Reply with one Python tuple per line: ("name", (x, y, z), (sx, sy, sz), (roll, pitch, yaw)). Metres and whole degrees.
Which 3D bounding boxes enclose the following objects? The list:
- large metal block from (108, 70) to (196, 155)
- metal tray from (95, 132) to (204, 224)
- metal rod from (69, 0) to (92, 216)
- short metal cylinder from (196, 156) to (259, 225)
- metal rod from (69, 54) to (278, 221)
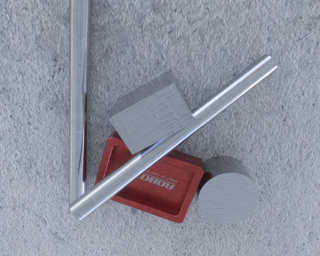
("large metal block", (-0.008, -0.022, 0.372), (0.080, 0.080, 0.050), (-28, 108, 9))
("metal tray", (-0.016, 0.066, 0.421), (0.131, 0.030, 0.089), (19, 109, 1))
("metal rod", (-0.105, -0.018, 0.401), (0.025, 0.025, 0.298), (5, 110, -3))
("short metal cylinder", (0.090, 0.085, 0.429), (0.081, 0.050, 0.079), (0, 110, -1))
("metal rod", (0.017, 0.011, 0.380), (0.301, 0.025, 0.025), (-38, 107, -1))
